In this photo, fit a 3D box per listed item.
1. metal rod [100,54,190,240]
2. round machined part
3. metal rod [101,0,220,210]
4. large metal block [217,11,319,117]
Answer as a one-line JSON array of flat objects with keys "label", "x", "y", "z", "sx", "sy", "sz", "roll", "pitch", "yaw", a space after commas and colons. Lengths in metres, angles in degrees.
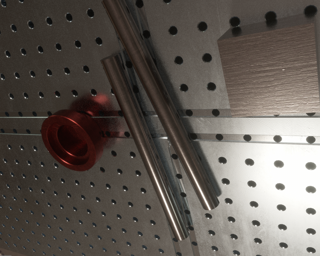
[{"label": "metal rod", "x": -0.014, "y": 0.041, "z": 0.442, "sx": 0.025, "sy": 0.025, "sz": 0.298, "roll": -7, "pitch": 115, "yaw": 31}, {"label": "round machined part", "x": -0.128, "y": 0.015, "z": 0.475, "sx": 0.098, "sy": 0.042, "sz": 0.097, "roll": 13, "pitch": 124, "yaw": 20}, {"label": "metal rod", "x": 0.009, "y": -0.019, "z": 0.393, "sx": 0.025, "sy": 0.025, "sz": 0.299, "roll": -14, "pitch": 111, "yaw": 33}, {"label": "large metal block", "x": 0.109, "y": -0.059, "z": 0.301, "sx": 0.080, "sy": 0.050, "sz": 0.080, "roll": -3, "pitch": 117, "yaw": 29}]
